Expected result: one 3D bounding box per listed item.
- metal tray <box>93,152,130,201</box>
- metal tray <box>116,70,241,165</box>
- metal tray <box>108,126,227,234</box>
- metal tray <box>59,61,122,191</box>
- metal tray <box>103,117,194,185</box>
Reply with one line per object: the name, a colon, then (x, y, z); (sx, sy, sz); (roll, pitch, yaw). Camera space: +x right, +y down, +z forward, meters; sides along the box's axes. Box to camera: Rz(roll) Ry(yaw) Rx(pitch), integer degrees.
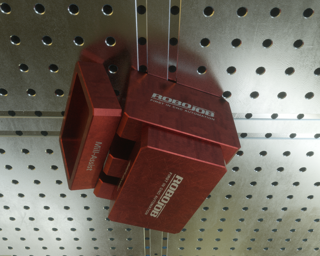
metal tray: (-0.017, 0.062, 0.421); (0.131, 0.090, 0.030); (16, 128, -14)
metal tray: (0.021, -0.013, 0.356); (0.131, 0.090, 0.030); (16, 129, -13)
metal tray: (0.003, 0.064, 0.343); (0.091, 0.030, 0.129); (16, 128, -13)
metal tray: (-0.087, 0.000, 0.364); (0.030, 0.090, 0.129); (1, 134, -30)
metal tray: (0.000, 0.029, 0.392); (0.131, 0.090, 0.030); (15, 127, -14)
